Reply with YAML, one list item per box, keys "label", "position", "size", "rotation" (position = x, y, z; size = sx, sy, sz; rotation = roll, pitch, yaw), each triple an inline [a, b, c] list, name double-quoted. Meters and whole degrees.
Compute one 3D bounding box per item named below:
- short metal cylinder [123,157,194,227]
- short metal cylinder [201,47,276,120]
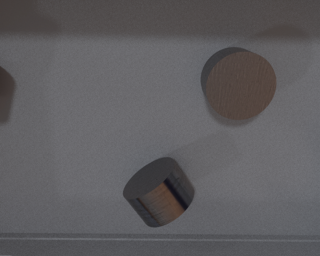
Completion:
- label: "short metal cylinder"
  position: [-0.002, 0.084, 0.413]
  size: [0.080, 0.080, 0.050]
  rotation: [-31, 107, 11]
- label: "short metal cylinder"
  position: [0.093, -0.055, 0.378]
  size: [0.081, 0.050, 0.079]
  rotation: [0, 110, 0]
